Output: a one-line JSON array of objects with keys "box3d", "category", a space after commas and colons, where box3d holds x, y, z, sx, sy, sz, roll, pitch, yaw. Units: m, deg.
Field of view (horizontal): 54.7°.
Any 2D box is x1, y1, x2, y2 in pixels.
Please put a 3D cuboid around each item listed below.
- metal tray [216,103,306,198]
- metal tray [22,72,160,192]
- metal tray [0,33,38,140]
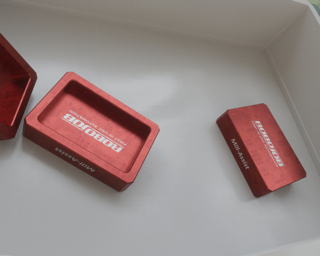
[{"box3d": [0.152, 0.029, 0.466, 0.091, 0.030, 0.130, -11, 67, -33], "category": "metal tray"}, {"box3d": [-0.075, 0.003, 0.359, 0.130, 0.030, 0.090, 32, 51, -7], "category": "metal tray"}, {"box3d": [-0.176, -0.057, 0.286, 0.030, 0.130, 0.090, -6, 56, 16], "category": "metal tray"}]
